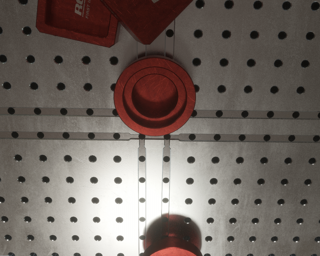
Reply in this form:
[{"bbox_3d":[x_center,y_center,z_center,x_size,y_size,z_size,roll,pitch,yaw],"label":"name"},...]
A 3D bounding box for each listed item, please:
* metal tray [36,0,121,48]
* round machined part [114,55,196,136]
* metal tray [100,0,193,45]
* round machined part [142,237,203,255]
[{"bbox_3d":[-0.084,-0.165,0.348,0.091,0.030,0.129,12,110,-5],"label":"metal tray"},{"bbox_3d":[-0.006,-0.042,0.389,0.099,0.042,0.097,0,110,-1],"label":"round machined part"},{"bbox_3d":[-0.028,-0.164,0.319,0.090,0.030,0.130,-46,123,1],"label":"metal tray"},{"bbox_3d":[0.019,0.211,0.482,0.099,0.042,0.097,0,110,-1],"label":"round machined part"}]
